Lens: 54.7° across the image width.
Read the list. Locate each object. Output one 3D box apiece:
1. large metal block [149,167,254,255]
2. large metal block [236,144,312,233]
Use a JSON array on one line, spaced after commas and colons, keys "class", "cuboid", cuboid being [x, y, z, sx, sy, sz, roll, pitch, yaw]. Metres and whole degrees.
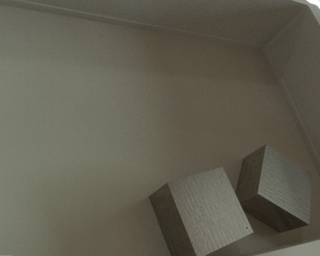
[{"class": "large metal block", "cuboid": [0.045, 0.098, 0.354, 0.081, 0.050, 0.080, -10, 67, -32]}, {"class": "large metal block", "cuboid": [0.154, 0.083, 0.422, 0.080, 0.050, 0.080, 32, 52, -8]}]
